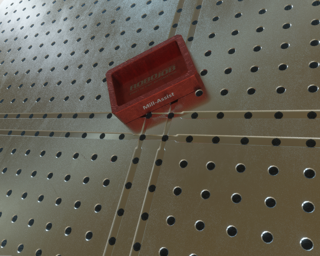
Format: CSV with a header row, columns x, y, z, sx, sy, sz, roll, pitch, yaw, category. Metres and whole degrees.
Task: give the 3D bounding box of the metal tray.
x,y,z,sx,sy,sz,roll,pitch,yaw,category
-0.012,-0.072,0.454,0.130,0.030,0.090,-25,53,12,metal tray
